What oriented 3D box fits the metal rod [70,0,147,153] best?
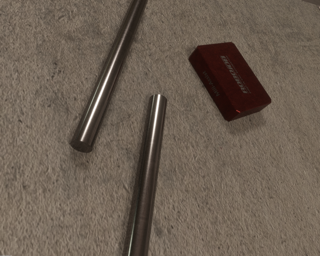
[{"bbox_3d":[-0.060,-0.098,0.432,0.025,0.025,0.300,24,53,-14],"label":"metal rod"}]

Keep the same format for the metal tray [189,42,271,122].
[{"bbox_3d":[0.116,-0.081,0.515,0.091,0.030,0.130,-17,71,-35],"label":"metal tray"}]

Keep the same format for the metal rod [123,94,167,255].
[{"bbox_3d":[-0.019,0.085,0.343,0.025,0.025,0.300,20,54,-17],"label":"metal rod"}]
